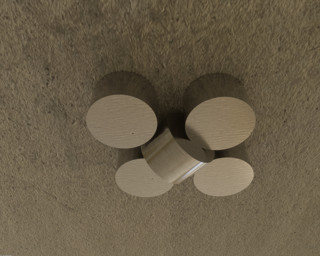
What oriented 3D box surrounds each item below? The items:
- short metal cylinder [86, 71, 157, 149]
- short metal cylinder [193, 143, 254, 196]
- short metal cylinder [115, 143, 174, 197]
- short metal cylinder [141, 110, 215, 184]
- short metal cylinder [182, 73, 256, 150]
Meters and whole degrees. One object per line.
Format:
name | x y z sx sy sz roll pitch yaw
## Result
short metal cylinder | -0.043 -0.021 0.372 0.081 0.050 0.079 0 130 0
short metal cylinder | 0.085 0.051 0.436 0.081 0.050 0.079 0 130 0
short metal cylinder | -0.020 0.053 0.435 0.081 0.050 0.079 0 130 0
short metal cylinder | 0.023 0.024 0.393 0.080 0.080 0.050 32 123 -25
short metal cylinder | 0.069 -0.019 0.375 0.081 0.050 0.079 0 130 0
